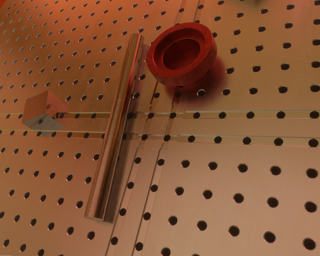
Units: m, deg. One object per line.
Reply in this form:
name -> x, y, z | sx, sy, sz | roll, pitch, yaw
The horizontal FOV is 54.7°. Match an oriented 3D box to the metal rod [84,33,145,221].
metal rod -> -0.060, -0.019, 0.451 | 0.025, 0.025, 0.299 | -5, 59, 26

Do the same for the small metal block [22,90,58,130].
small metal block -> -0.207, -0.031, 0.536 | 0.050, 0.025, 0.050 | -19, 54, 17

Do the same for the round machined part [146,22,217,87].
round machined part -> 0.034, -0.099, 0.440 | 0.098, 0.042, 0.098 | -13, 56, 21
